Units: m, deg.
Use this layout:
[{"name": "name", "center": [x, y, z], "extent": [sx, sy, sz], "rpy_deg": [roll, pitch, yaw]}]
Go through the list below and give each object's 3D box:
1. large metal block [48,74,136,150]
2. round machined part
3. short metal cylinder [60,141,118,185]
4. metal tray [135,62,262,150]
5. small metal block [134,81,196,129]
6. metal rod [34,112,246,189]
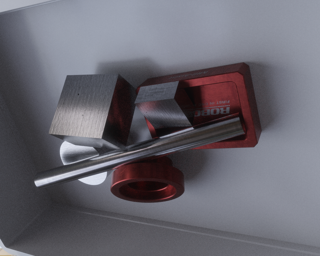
[{"name": "large metal block", "center": [-0.081, -0.020, 0.390], "extent": [0.080, 0.080, 0.050], "rpy_deg": [4, 162, 27]}, {"name": "round machined part", "center": [-0.016, 0.067, 0.423], "extent": [0.099, 0.042, 0.098], "rpy_deg": [0, 149, 0]}, {"name": "short metal cylinder", "center": [-0.100, 0.038, 0.464], "extent": [0.080, 0.050, 0.079], "rpy_deg": [13, 124, 20]}, {"name": "metal tray", "center": [0.044, -0.020, 0.366], "extent": [0.130, 0.030, 0.090], "rpy_deg": [-5, 116, 30]}, {"name": "small metal block", "center": [0.007, -0.025, 0.358], "extent": [0.050, 0.025, 0.050], "rpy_deg": [-5, 143, 30]}, {"name": "metal rod", "center": [-0.042, 0.036, 0.396], "extent": [0.300, 0.025, 0.025], "rpy_deg": [-17, 110, 23]}]
